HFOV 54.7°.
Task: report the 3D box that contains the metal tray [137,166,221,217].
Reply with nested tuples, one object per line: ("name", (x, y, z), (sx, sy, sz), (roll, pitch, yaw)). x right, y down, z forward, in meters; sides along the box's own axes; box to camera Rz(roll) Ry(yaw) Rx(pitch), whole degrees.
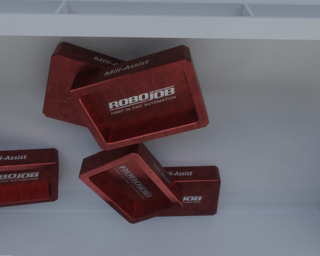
("metal tray", (0.026, 0.102, 0.493), (0.131, 0.030, 0.089), (-2, 130, 1))

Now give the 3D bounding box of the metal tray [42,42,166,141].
("metal tray", (-0.065, -0.039, 0.372), (0.131, 0.030, 0.089), (15, 129, -13))

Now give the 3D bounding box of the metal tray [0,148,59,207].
("metal tray", (-0.214, 0.073, 0.441), (0.131, 0.030, 0.089), (-2, 133, -22))

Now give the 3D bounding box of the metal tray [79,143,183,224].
("metal tray", (-0.036, 0.079, 0.431), (0.090, 0.030, 0.130), (-23, 127, 18))

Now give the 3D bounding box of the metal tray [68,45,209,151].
("metal tray", (-0.020, -0.028, 0.340), (0.130, 0.030, 0.090), (-14, 129, 11))
